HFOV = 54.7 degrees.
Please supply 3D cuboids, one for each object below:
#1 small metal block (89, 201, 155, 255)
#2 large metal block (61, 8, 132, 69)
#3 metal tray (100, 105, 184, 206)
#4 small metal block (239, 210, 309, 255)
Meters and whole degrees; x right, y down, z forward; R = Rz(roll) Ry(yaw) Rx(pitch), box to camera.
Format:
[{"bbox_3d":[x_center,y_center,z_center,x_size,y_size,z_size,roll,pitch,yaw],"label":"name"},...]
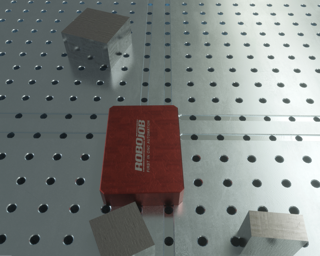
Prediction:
[{"bbox_3d":[-0.038,0.111,0.314,0.050,0.025,0.050,-20,53,-16],"label":"small metal block"},{"bbox_3d":[-0.102,-0.151,0.517,0.080,0.050,0.080,17,52,13],"label":"large metal block"},{"bbox_3d":[-0.020,0.029,0.380,0.091,0.030,0.130,-1,50,-1],"label":"metal tray"},{"bbox_3d":[0.108,0.105,0.304,0.050,0.050,0.025,4,50,3],"label":"small metal block"}]
